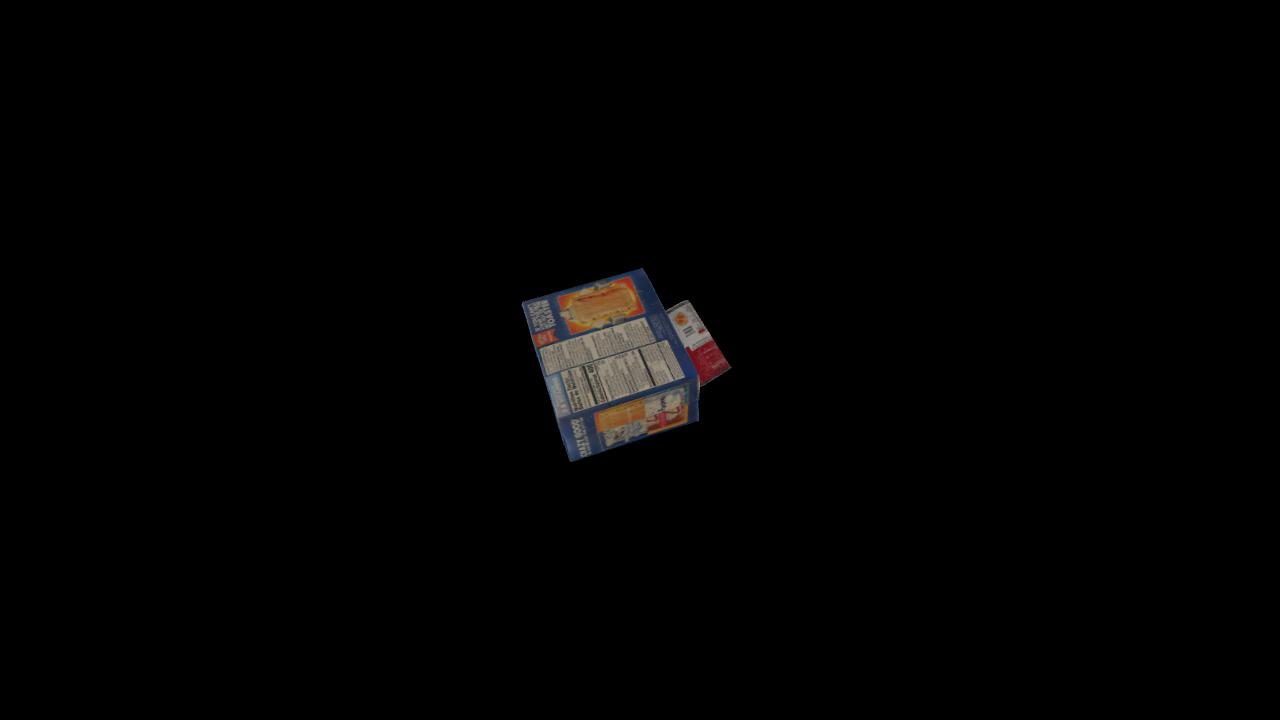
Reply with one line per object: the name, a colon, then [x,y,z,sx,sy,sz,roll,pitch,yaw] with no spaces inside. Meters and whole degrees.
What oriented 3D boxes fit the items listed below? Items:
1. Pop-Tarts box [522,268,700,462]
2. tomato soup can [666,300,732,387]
Pop-Tarts box: [-0.033,0.001,0.644,0.141,0.167,0.083,-17,-40,-9]
tomato soup can: [0.059,-0.016,0.767,0.068,0.101,0.068,-31,-4,-2]
